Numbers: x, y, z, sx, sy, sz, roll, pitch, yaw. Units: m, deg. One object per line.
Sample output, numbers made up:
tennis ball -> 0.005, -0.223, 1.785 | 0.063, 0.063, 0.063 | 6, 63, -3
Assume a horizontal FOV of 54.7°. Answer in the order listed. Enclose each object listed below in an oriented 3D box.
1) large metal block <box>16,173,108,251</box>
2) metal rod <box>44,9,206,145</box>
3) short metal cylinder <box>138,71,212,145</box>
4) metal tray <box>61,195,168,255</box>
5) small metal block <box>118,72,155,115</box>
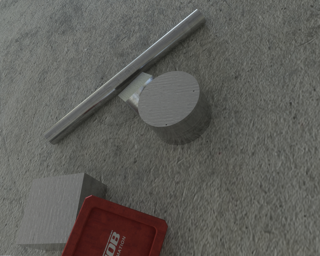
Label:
large metal block -> -0.118, 0.106, 0.383 | 0.080, 0.050, 0.080 | -10, 57, 22
metal rod -> -0.054, -0.077, 0.478 | 0.300, 0.025, 0.025 | -39, 51, 1
short metal cylinder -> 0.019, -0.025, 0.392 | 0.080, 0.050, 0.080 | -13, 57, 20
metal tray -> -0.055, 0.144, 0.310 | 0.090, 0.030, 0.130 | 20, 68, -1
small metal block -> -0.028, -0.050, 0.435 | 0.050, 0.025, 0.050 | -44, 24, -3
